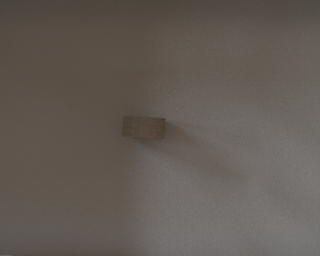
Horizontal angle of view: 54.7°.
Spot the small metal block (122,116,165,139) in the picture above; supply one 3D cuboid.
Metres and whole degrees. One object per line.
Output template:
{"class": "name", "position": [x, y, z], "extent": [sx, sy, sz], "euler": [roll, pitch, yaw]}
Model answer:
{"class": "small metal block", "position": [-0.020, -0.001, 0.395], "extent": [0.050, 0.050, 0.025], "euler": [3, 90, -1]}
